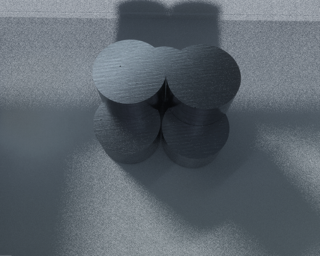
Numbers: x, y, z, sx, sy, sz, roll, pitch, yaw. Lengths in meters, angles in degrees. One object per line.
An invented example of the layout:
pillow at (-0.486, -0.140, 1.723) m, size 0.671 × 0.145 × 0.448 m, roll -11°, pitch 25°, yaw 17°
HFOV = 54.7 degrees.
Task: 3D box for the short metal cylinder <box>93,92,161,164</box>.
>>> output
short metal cylinder at (-0.039, 0.001, 0.394) m, size 0.081 × 0.050 × 0.080 m, roll 0°, pitch 70°, yaw 0°

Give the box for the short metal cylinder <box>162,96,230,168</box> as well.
short metal cylinder at (0.043, 0.006, 0.392) m, size 0.081 × 0.050 × 0.080 m, roll 0°, pitch 70°, yaw 0°

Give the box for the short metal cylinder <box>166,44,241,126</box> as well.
short metal cylinder at (0.047, -0.049, 0.359) m, size 0.081 × 0.050 × 0.080 m, roll 0°, pitch 70°, yaw 0°

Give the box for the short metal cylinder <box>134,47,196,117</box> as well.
short metal cylinder at (0.006, -0.061, 0.417) m, size 0.081 × 0.050 × 0.080 m, roll 0°, pitch 70°, yaw 0°

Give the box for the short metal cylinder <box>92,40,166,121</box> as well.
short metal cylinder at (-0.033, -0.055, 0.361) m, size 0.081 × 0.050 × 0.080 m, roll 0°, pitch 70°, yaw 0°
